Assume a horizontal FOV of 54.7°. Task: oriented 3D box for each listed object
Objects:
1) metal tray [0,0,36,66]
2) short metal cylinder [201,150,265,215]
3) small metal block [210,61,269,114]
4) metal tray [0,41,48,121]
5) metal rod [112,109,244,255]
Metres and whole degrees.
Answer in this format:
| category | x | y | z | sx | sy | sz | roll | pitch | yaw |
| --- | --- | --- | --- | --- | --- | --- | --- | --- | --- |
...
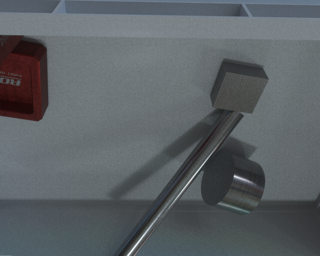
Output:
| category | x | y | z | sx | sy | sz | roll | pitch | yaw |
| --- | --- | --- | --- | --- | --- | --- | --- | --- | --- |
| metal tray | -0.173 | -0.085 | 0.265 | 0.091 | 0.130 | 0.030 | 2 | 130 | -2 |
| short metal cylinder | 0.102 | 0.078 | 0.441 | 0.050 | 0.080 | 0.080 | 22 | 127 | -18 |
| small metal block | 0.093 | -0.048 | 0.370 | 0.050 | 0.025 | 0.050 | 8 | 130 | -8 |
| metal tray | -0.199 | -0.059 | 0.352 | 0.131 | 0.030 | 0.089 | 9 | 130 | -8 |
| metal rod | 0.009 | 0.096 | 0.415 | 0.025 | 0.025 | 0.299 | 32 | 99 | -25 |
